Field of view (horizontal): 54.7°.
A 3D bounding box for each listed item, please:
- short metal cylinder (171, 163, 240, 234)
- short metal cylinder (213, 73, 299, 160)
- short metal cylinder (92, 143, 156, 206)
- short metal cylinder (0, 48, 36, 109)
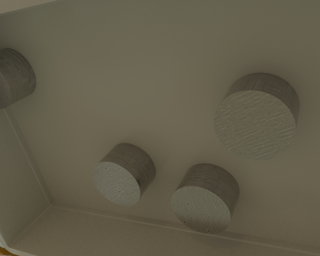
[{"bbox_3d":[0.062,0.095,0.419,0.080,0.050,0.079,13,124,21],"label":"short metal cylinder"},{"bbox_3d":[0.103,-0.013,0.330,0.080,0.050,0.079,13,124,21],"label":"short metal cylinder"},{"bbox_3d":[-0.053,0.069,0.464,0.080,0.050,0.079,13,124,21],"label":"short metal cylinder"},{"bbox_3d":[-0.239,-0.076,0.472,0.080,0.050,0.079,13,124,21],"label":"short metal cylinder"}]
